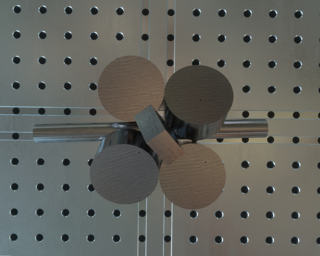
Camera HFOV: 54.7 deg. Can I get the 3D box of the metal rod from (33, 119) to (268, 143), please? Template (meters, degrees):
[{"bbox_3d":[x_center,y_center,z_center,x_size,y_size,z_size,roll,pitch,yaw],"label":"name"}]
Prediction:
[{"bbox_3d":[-0.012,0.004,0.409,0.302,0.025,0.025,-1,90,0],"label":"metal rod"}]

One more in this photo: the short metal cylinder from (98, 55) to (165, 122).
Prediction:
[{"bbox_3d":[-0.034,-0.048,0.397,0.081,0.050,0.079,0,90,0],"label":"short metal cylinder"}]

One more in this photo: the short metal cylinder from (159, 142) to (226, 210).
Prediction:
[{"bbox_3d":[0.039,0.058,0.397,0.081,0.050,0.079,0,90,0],"label":"short metal cylinder"}]

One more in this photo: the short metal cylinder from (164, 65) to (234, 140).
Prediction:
[{"bbox_3d":[0.046,-0.030,0.384,0.081,0.050,0.080,0,67,0],"label":"short metal cylinder"}]

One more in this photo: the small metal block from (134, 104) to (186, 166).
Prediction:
[{"bbox_3d":[-0.001,0.008,0.362,0.025,0.050,0.050,-35,132,6],"label":"small metal block"}]

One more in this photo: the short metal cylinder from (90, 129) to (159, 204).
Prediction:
[{"bbox_3d":[-0.042,0.047,0.385,0.081,0.050,0.079,0,110,-1],"label":"short metal cylinder"}]
